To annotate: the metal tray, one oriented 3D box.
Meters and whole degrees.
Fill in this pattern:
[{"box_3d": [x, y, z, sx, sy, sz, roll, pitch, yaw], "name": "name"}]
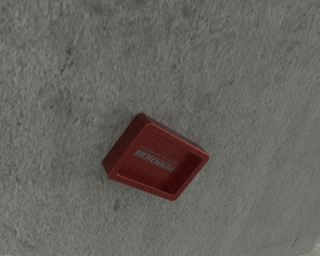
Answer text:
[{"box_3d": [-0.002, 0.045, 0.431, 0.131, 0.030, 0.090, 29, 102, -38], "name": "metal tray"}]
